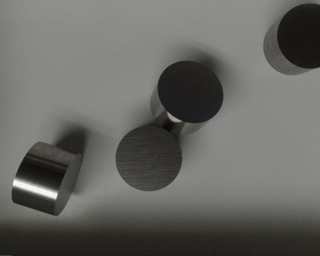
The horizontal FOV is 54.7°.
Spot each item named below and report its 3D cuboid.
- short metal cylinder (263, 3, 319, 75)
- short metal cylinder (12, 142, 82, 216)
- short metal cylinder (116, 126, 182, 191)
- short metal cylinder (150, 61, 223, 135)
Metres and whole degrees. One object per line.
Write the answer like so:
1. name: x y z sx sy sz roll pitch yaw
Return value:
1. short metal cylinder: 0.182 -0.112 0.401 0.081 0.050 0.079 0 90 -1
2. short metal cylinder: -0.137 0.062 0.382 0.050 0.080 0.080 18 90 -1
3. short metal cylinder: -0.013 0.037 0.399 0.081 0.050 0.079 0 90 -1
4. short metal cylinder: 0.032 -0.036 0.387 0.081 0.050 0.080 4 72 -11
